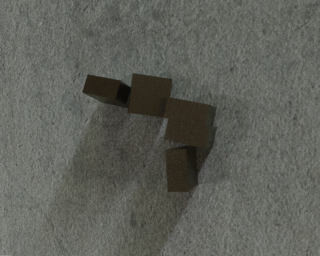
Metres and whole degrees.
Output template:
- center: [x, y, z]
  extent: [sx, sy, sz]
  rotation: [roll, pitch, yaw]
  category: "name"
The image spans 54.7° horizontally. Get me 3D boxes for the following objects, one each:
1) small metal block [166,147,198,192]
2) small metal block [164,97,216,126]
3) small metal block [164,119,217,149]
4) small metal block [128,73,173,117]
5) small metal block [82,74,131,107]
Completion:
- center: [0.028, 0.050, 0.385]
  extent: [0.025, 0.050, 0.050]
  rotation: [-3, 89, 20]
  category: "small metal block"
- center: [0.039, -0.019, 0.382]
  extent: [0.050, 0.050, 0.025]
  rotation: [13, 94, 19]
  category: "small metal block"
- center: [0.039, 0.006, 0.381]
  extent: [0.050, 0.050, 0.025]
  rotation: [13, 95, 19]
  category: "small metal block"
- center: [-0.014, -0.041, 0.402]
  extent: [0.050, 0.025, 0.050]
  rotation: [7, 93, -9]
  category: "small metal block"
- center: [-0.066, -0.048, 0.415]
  extent: [0.050, 0.050, 0.025]
  rotation: [13, 84, 22]
  category: "small metal block"
